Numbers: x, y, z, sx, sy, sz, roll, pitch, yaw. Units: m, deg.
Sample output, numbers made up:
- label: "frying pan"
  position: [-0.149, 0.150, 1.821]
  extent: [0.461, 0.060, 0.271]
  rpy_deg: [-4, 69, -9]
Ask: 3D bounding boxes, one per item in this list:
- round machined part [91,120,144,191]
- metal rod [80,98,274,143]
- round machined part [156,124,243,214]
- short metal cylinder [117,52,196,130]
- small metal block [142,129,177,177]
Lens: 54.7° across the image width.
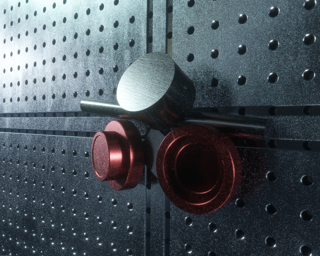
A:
- label: "round machined part"
  position: [-0.064, 0.038, 0.429]
  extent: [0.098, 0.042, 0.097]
  rpy_deg: [3, 93, 58]
- label: "metal rod"
  position: [-0.004, -0.017, 0.408]
  extent: [0.300, 0.025, 0.025]
  rpy_deg: [10, 96, 39]
- label: "round machined part"
  position: [0.047, 0.044, 0.352]
  extent: [0.098, 0.042, 0.097]
  rpy_deg: [2, 94, 37]
- label: "short metal cylinder"
  position: [-0.004, -0.044, 0.373]
  extent: [0.080, 0.050, 0.080]
  rpy_deg: [-17, 55, 27]
- label: "small metal block"
  position: [0.003, 0.031, 0.402]
  extent: [0.050, 0.025, 0.050]
  rpy_deg: [44, 116, 31]
